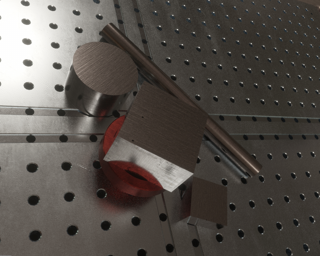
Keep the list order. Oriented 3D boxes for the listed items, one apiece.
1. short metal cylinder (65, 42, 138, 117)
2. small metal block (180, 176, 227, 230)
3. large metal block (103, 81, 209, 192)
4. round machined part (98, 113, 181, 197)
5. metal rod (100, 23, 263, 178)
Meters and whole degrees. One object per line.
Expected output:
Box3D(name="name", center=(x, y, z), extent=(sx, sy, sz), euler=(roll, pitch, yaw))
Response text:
Box3D(name="short metal cylinder", center=(-0.074, -0.061, 0.390), extent=(0.081, 0.050, 0.080), euler=(14, 56, -21))
Box3D(name="small metal block", center=(0.055, 0.093, 0.382), extent=(0.050, 0.025, 0.050), euler=(20, 54, -17))
Box3D(name="large metal block", center=(-0.002, 0.009, 0.331), extent=(0.080, 0.050, 0.080), euler=(27, 50, -9))
Box3D(name="round machined part", center=(-0.024, 0.034, 0.363), extent=(0.099, 0.042, 0.098), euler=(14, 54, -19))
Box3D(name="metal rod", center=(0.030, -0.041, 0.450), extent=(0.300, 0.025, 0.025), euler=(44, 51, 2))
